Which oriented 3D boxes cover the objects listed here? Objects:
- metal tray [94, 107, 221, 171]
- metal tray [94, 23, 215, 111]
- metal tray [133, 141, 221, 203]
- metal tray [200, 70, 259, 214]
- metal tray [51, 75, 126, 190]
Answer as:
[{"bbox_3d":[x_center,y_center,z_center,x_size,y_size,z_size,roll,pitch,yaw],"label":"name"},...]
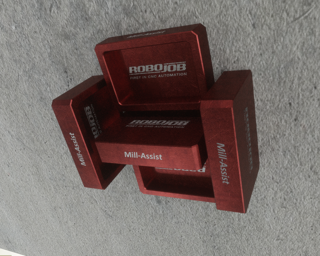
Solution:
[{"bbox_3d":[0.000,0.008,0.373,0.130,0.090,0.030,1,120,27],"label":"metal tray"},{"bbox_3d":[-0.005,-0.067,0.367,0.130,0.030,0.089,0,122,28],"label":"metal tray"},{"bbox_3d":[0.025,0.053,0.426,0.130,0.030,0.089,1,118,27],"label":"metal tray"},{"bbox_3d":[0.080,0.013,0.332,0.030,0.090,0.129,1,119,28],"label":"metal tray"},{"bbox_3d":[-0.082,0.005,0.413,0.030,0.090,0.129,1,119,27],"label":"metal tray"}]
